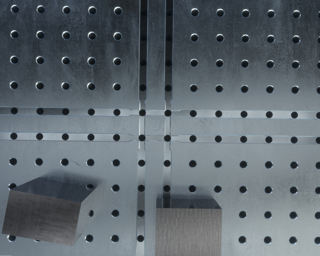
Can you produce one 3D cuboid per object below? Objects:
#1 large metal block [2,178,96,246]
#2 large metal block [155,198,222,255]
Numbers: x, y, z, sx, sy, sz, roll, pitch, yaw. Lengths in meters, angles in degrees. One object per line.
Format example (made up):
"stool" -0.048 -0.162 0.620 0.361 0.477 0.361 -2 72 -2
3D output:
"large metal block" -0.132 0.100 0.384 0.080 0.080 0.050 11 90 -1
"large metal block" 0.035 0.138 0.402 0.081 0.050 0.079 1 90 -1
